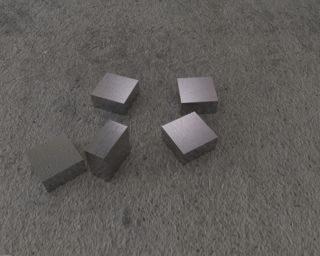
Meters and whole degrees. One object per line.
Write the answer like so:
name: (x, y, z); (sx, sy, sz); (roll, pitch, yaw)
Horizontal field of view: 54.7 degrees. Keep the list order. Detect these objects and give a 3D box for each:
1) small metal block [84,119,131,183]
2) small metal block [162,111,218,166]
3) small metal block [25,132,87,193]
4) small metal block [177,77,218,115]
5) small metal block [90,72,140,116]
small metal block: (-0.059, 0.027, 0.364); (0.025, 0.050, 0.050); (21, 53, 17)
small metal block: (0.037, 0.012, 0.393); (0.050, 0.025, 0.050); (-25, 54, -19)
small metal block: (-0.123, 0.040, 0.368); (0.050, 0.025, 0.050); (-30, 56, -23)
small metal block: (0.052, -0.046, 0.442); (0.050, 0.025, 0.050); (-3, 50, -3)
small metal block: (-0.063, -0.049, 0.444); (0.050, 0.025, 0.050); (16, 52, 13)
